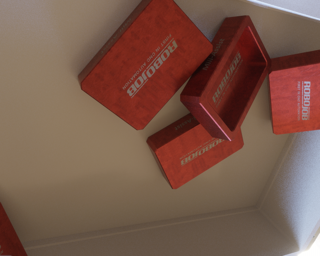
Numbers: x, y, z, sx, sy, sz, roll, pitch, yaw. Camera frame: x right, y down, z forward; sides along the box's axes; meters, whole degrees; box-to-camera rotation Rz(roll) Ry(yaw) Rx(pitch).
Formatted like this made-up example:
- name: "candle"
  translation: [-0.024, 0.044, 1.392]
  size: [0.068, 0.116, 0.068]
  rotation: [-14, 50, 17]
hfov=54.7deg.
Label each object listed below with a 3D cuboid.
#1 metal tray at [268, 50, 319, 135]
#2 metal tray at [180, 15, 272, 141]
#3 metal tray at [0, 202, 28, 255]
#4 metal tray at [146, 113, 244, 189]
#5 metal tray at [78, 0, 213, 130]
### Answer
- name: "metal tray"
  translation: [0.210, -0.048, 0.458]
  size: [0.090, 0.030, 0.130]
  rotation: [-8, 134, 16]
- name: "metal tray"
  translation: [0.087, -0.061, 0.384]
  size: [0.090, 0.030, 0.130]
  rotation: [44, 69, -39]
- name: "metal tray"
  translation: [-0.198, 0.148, 0.313]
  size: [0.030, 0.130, 0.089]
  rotation: [-11, 110, 14]
- name: "metal tray"
  translation: [0.055, 0.022, 0.451]
  size: [0.131, 0.030, 0.090]
  rotation: [-30, 129, -9]
- name: "metal tray"
  translation: [-0.015, -0.072, 0.345]
  size: [0.090, 0.030, 0.130]
  rotation: [39, 96, -31]
